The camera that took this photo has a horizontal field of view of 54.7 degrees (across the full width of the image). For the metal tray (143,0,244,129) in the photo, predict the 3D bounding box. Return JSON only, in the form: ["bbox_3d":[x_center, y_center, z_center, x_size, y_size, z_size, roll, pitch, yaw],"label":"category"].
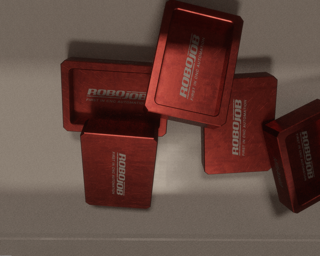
[{"bbox_3d":[0.038,-0.071,0.353,0.091,0.030,0.129,12,82,-5],"label":"metal tray"}]

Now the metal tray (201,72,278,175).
[{"bbox_3d":[0.101,-0.005,0.408,0.091,0.030,0.129,-4,110,1],"label":"metal tray"}]

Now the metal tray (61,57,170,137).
[{"bbox_3d":[-0.054,-0.039,0.393,0.131,0.030,0.089,3,110,-2],"label":"metal tray"}]

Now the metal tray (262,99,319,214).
[{"bbox_3d":[0.193,0.038,0.406,0.091,0.030,0.129,-26,114,-9],"label":"metal tray"}]

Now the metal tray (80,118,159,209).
[{"bbox_3d":[-0.053,0.051,0.408,0.091,0.030,0.129,5,127,-3],"label":"metal tray"}]
